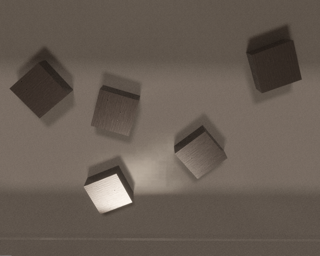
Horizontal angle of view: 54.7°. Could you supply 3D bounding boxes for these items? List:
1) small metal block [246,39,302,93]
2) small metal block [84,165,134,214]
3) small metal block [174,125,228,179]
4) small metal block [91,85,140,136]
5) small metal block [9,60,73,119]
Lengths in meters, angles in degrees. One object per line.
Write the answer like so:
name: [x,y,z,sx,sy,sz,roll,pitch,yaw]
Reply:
small metal block: [0.141,-0.077,0.385,0.050,0.025,0.050,-19,109,6]
small metal block: [-0.072,0.088,0.443,0.050,0.025,0.050,-23,109,7]
small metal block: [0.055,0.033,0.424,0.050,0.025,0.050,-38,106,12]
small metal block: [-0.057,-0.023,0.402,0.050,0.025,0.050,16,109,-6]
small metal block: [-0.148,-0.049,0.391,0.050,0.025,0.050,-37,106,12]
